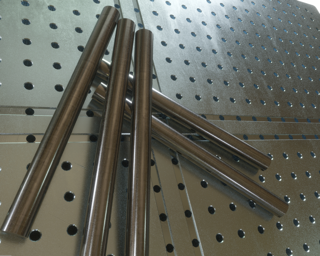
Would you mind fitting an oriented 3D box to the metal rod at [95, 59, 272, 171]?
[{"bbox_3d":[0.029,-0.020,0.437,0.301,0.025,0.025,29,52,-10],"label":"metal rod"}]

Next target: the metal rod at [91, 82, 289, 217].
[{"bbox_3d":[0.045,0.033,0.414,0.301,0.025,0.025,33,51,-7],"label":"metal rod"}]

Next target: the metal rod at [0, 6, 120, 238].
[{"bbox_3d":[-0.099,-0.031,0.352,0.025,0.025,0.300,23,60,-15],"label":"metal rod"}]

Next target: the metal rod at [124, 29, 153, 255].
[{"bbox_3d":[-0.023,0.011,0.364,0.025,0.025,0.299,11,65,-23],"label":"metal rod"}]

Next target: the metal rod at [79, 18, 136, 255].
[{"bbox_3d":[-0.056,-0.004,0.356,0.025,0.025,0.299,14,63,-21],"label":"metal rod"}]
